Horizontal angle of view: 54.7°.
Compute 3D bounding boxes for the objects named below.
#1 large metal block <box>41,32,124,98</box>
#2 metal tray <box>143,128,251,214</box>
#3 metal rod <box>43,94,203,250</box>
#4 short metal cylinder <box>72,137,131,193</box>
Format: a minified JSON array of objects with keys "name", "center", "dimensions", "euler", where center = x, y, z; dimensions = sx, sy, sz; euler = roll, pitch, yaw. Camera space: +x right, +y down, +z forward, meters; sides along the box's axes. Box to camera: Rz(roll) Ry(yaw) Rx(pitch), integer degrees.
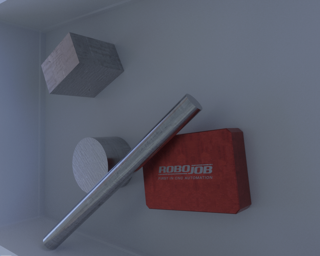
[{"name":"large metal block","center":[-0.116,-0.090,0.464],"dimensions":[0.080,0.081,0.050],"euler":[-33,70,35]},{"name":"metal tray","center":[0.037,0.052,0.371],"dimensions":[0.130,0.030,0.089],"euler":[-9,84,39]},{"name":"metal rod","center":[-0.061,0.069,0.398],"dimensions":[0.299,0.025,0.025],"euler":[-45,63,22]},{"name":"short metal cylinder","center":[-0.084,0.053,0.458],"dimensions":[0.080,0.050,0.079],"euler":[0,90,39]}]
